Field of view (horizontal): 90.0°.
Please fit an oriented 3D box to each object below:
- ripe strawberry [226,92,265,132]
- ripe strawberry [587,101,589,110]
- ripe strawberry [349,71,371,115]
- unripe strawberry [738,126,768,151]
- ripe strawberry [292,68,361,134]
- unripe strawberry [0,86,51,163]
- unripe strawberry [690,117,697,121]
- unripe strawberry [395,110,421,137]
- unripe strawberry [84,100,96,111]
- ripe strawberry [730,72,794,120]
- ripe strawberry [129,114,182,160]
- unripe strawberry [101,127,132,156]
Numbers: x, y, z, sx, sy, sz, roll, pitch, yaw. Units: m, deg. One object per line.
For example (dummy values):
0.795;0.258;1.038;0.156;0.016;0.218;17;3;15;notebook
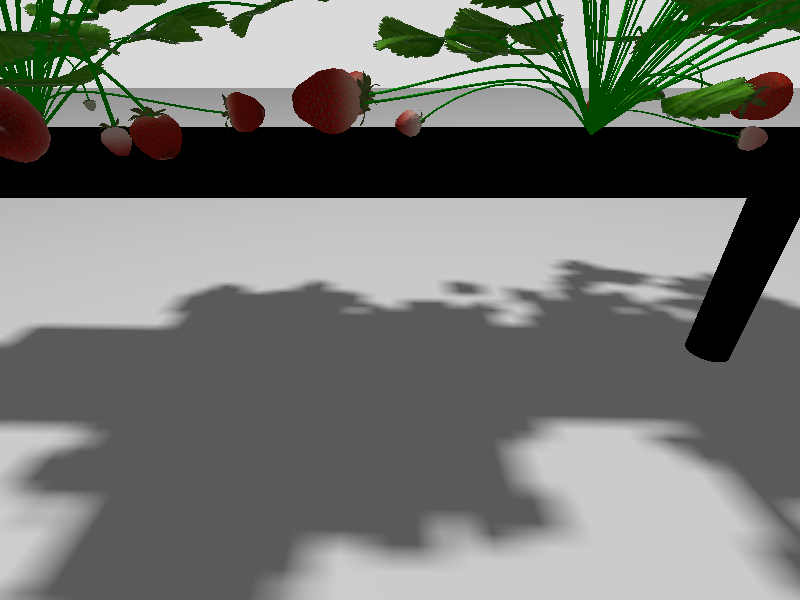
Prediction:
-0.125;-0.152;0.325;0.029;0.030;0.026;-1;29;-3;ripe strawberry
0.217;-0.212;0.439;0.025;0.021;0.025;12;21;21;ripe strawberry
-0.056;-0.242;0.470;0.044;0.046;0.040;22;36;35;ripe strawberry
0.217;-0.099;0.246;0.013;0.014;0.014;-19;35;-31;unripe strawberry
-0.056;-0.152;0.308;0.052;0.045;0.052;-1;29;-1;ripe strawberry
-0.203;-0.090;0.206;0.033;0.038;0.036;-20;35;-31;unripe strawberry
0.278;-0.175;0.379;0.010;0.010;0.009;-15;32;-24;unripe strawberry
0.006;-0.133;0.302;0.019;0.019;0.021;-6;30;-6;unripe strawberry
-0.351;-0.220;0.454;0.011;0.011;0.010;-10;31;-17;unripe strawberry
0.368;-0.206;0.405;0.050;0.043;0.050;-13;32;-23;ripe strawberry
-0.134;-0.089;0.222;0.023;0.023;0.025;-7;19;41;ripe strawberry
-0.148;-0.083;0.210;0.015;0.015;0.014;23;36;35;unripe strawberry
